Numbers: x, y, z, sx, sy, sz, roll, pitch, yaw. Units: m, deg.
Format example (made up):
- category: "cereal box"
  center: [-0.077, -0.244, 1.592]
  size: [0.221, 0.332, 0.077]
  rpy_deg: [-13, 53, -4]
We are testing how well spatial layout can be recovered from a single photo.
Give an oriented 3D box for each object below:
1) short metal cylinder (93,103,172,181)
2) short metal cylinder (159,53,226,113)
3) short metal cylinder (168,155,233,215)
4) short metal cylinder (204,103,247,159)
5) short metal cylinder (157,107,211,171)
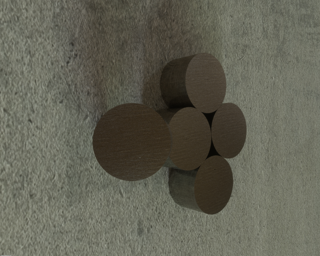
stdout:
- category: "short metal cylinder"
  center: [-0.027, 0.015, 0.340]
  size: [0.080, 0.050, 0.080]
  rpy_deg: [0, 89, 4]
- category: "short metal cylinder"
  center: [0.046, -0.060, 0.428]
  size: [0.081, 0.050, 0.080]
  rpy_deg: [0, 90, -40]
- category: "short metal cylinder"
  center: [0.058, 0.077, 0.439]
  size: [0.081, 0.050, 0.080]
  rpy_deg: [0, 90, -40]
- category: "short metal cylinder"
  center: [0.084, 0.004, 0.460]
  size: [0.081, 0.050, 0.080]
  rpy_deg: [0, 90, -40]
- category: "short metal cylinder"
  center: [0.022, 0.013, 0.408]
  size: [0.081, 0.050, 0.080]
  rpy_deg: [0, 90, -40]
